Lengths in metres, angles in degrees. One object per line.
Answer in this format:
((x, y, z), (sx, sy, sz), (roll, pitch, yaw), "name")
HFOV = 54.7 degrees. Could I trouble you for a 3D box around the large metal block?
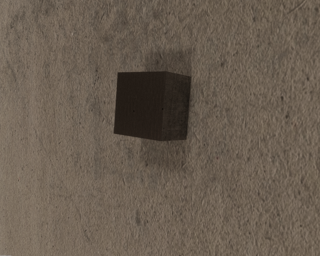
((-0.011, -0.028, 0.395), (0.080, 0.050, 0.079), (7, 95, 39), "large metal block")
